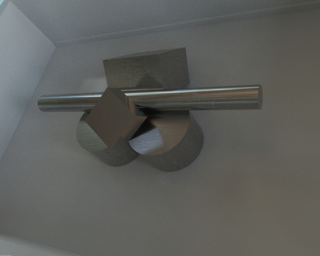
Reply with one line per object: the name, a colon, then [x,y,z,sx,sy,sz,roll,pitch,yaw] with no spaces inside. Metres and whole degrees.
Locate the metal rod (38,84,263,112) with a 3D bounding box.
metal rod: [-0.033,-0.033,0.376,0.300,0.025,0.025,1,62,28]

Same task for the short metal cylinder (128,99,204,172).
short metal cylinder: [0.007,0.007,0.379,0.080,0.050,0.080,-13,56,20]

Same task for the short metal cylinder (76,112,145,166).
short metal cylinder: [-0.064,0.005,0.417,0.080,0.050,0.080,-13,56,20]

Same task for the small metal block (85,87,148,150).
small metal block: [-0.051,-0.011,0.358,0.050,0.025,0.050,45,109,20]

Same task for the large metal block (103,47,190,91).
large metal block: [-0.015,-0.074,0.414,0.080,0.050,0.080,1,19,28]
